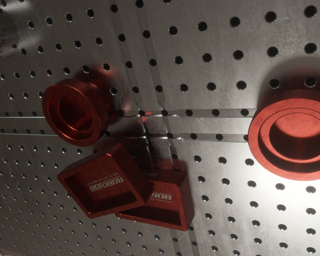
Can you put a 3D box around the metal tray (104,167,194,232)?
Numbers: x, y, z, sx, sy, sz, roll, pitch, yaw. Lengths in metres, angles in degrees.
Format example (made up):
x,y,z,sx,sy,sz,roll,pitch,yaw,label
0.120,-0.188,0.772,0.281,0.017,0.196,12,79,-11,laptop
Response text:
x,y,z,sx,sy,sz,roll,pitch,yaw,label
-0.018,0.107,0.481,0.130,0.030,0.089,3,120,26,metal tray

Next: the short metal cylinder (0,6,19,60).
x,y,z,sx,sy,sz,roll,pitch,yaw,label
-0.252,-0.133,0.442,0.080,0.050,0.079,13,124,20,short metal cylinder

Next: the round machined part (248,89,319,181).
x,y,z,sx,sy,sz,roll,pitch,yaw,label
0.146,0.004,0.326,0.098,0.042,0.097,13,124,20,round machined part

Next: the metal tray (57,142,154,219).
x,y,z,sx,sy,sz,roll,pitch,yaw,label
-0.084,0.083,0.461,0.130,0.030,0.090,-24,106,36,metal tray

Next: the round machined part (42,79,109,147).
x,y,z,sx,sy,sz,roll,pitch,yaw,label
-0.115,-0.025,0.443,0.098,0.042,0.097,13,124,20,round machined part
